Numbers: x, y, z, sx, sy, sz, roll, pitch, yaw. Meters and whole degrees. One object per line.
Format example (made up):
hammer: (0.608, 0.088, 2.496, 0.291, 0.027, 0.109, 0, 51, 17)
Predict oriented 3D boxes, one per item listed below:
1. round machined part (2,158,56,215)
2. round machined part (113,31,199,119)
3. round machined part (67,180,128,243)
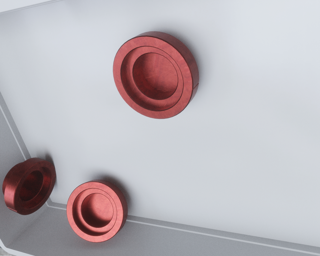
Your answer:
round machined part: (-0.233, 0.098, 0.542, 0.042, 0.098, 0.097, 16, 125, 19)
round machined part: (-0.001, -0.063, 0.358, 0.098, 0.042, 0.097, 13, 124, 20)
round machined part: (-0.099, 0.134, 0.512, 0.098, 0.042, 0.097, 0, 90, 13)
